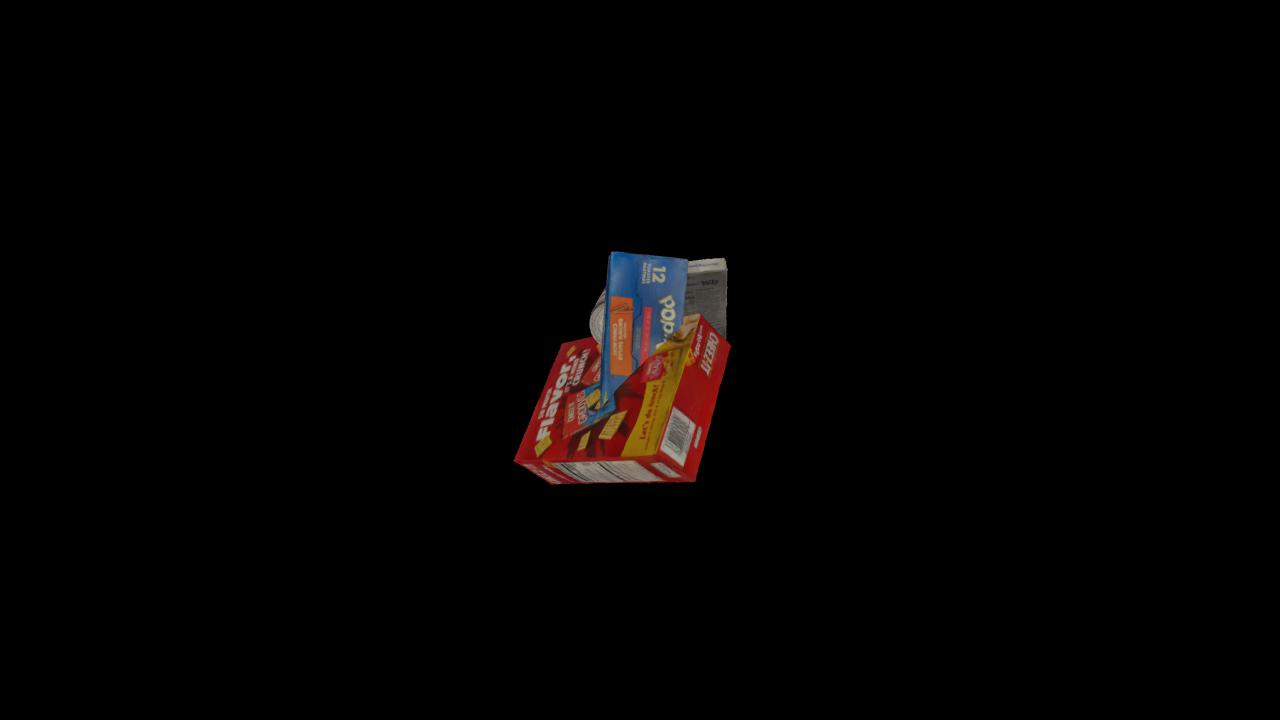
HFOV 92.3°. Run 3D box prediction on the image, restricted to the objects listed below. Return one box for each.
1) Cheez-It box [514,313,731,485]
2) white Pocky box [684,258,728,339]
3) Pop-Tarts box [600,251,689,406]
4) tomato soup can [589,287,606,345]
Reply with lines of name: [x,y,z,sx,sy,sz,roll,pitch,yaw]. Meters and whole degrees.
Cheez-It box: [-0.023,0.049,0.673,0.223,0.166,0.071,-11,-41,41]
white Pocky box: [0.065,-0.055,0.761,0.084,0.028,0.154,-6,-43,2]
Pop-Tarts box: [-0.001,-0.033,0.693,0.083,0.167,0.141,3,8,-5]
tomato soup can: [-0.016,-0.061,0.713,0.068,0.068,0.101,0,32,12]
